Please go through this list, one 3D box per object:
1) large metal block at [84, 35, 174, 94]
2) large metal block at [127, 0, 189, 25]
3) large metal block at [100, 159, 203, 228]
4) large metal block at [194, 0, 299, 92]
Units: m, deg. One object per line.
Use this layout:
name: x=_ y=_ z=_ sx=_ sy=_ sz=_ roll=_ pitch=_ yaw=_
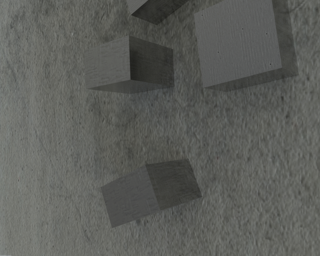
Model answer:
large metal block: x=-0.039 y=-0.076 z=0.399 sx=0.080 sy=0.081 sz=0.050 roll=-4 pitch=88 yaw=39
large metal block: x=-0.002 y=-0.192 z=0.389 sx=0.080 sy=0.050 sz=0.080 roll=-26 pitch=74 yaw=36
large metal block: x=-0.010 y=0.078 z=0.376 sx=0.080 sy=0.081 sz=0.050 roll=-30 pitch=71 yaw=35
large metal block: x=0.087 y=-0.086 z=0.316 sx=0.080 sy=0.050 sz=0.080 roll=-10 pitch=83 yaw=39
